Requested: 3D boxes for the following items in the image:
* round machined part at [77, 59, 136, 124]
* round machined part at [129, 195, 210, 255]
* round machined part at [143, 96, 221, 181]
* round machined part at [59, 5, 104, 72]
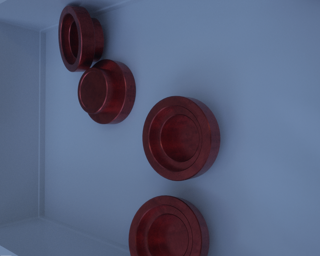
[{"bbox_3d":[-0.086,-0.054,0.464,0.098,0.042,0.097,0,90,39],"label":"round machined part"},{"bbox_3d":[0.014,0.132,0.371,0.098,0.042,0.098,-11,67,30],"label":"round machined part"},{"bbox_3d":[0.029,0.012,0.370,0.098,0.042,0.097,0,90,39],"label":"round machined part"},{"bbox_3d":[-0.121,-0.137,0.481,0.098,0.042,0.097,18,113,52],"label":"round machined part"}]
